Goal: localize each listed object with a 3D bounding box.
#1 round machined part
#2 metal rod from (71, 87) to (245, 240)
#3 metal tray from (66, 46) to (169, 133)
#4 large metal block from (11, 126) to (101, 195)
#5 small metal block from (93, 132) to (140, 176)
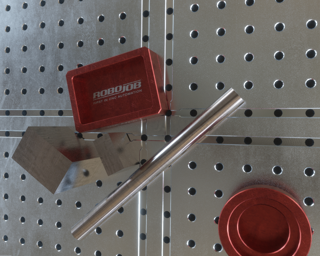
[{"bbox_3d":[0.120,0.114,0.361,0.098,0.042,0.097,0,90,19],"label":"round machined part"},{"bbox_3d":[-0.012,0.056,0.416,0.299,0.025,0.025,-42,77,14],"label":"metal rod"},{"bbox_3d":[-0.061,-0.050,0.430,0.130,0.030,0.089,-13,86,19],"label":"metal tray"},{"bbox_3d":[-0.138,0.040,0.430,0.080,0.080,0.050,35,101,16],"label":"large metal block"},{"bbox_3d":[-0.058,0.034,0.419,0.025,0.050,0.050,-28,81,18],"label":"small metal block"}]
